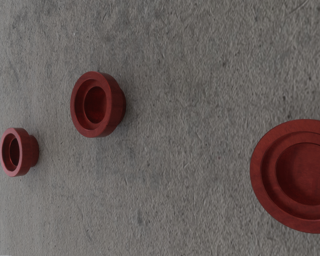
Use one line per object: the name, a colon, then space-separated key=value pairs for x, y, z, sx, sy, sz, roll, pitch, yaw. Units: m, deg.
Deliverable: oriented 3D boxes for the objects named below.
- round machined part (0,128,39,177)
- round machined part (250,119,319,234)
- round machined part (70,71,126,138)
round machined part: x=-0.281 y=0.048 z=0.627 sx=0.098 sy=0.042 sz=0.097 roll=0 pitch=90 yaw=40
round machined part: x=0.137 y=0.041 z=0.281 sx=0.098 sy=0.042 sz=0.097 roll=0 pitch=90 yaw=40
round machined part: x=-0.089 y=-0.034 z=0.468 sx=0.098 sy=0.042 sz=0.097 roll=0 pitch=90 yaw=40
